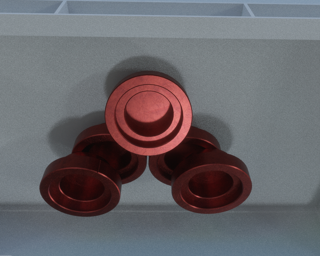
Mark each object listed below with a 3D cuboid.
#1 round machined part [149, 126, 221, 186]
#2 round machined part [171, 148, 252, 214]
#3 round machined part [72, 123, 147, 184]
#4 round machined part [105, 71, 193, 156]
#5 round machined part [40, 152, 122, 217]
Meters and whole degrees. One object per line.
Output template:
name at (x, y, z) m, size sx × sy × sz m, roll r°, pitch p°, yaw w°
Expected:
round machined part at (0.034, 0.035, 0.426) m, size 0.099 × 0.042 × 0.097 m, roll 0°, pitch 130°, yaw 0°
round machined part at (0.063, 0.064, 0.397) m, size 0.099 × 0.042 × 0.097 m, roll 0°, pitch 130°, yaw 0°
round machined part at (-0.067, 0.031, 0.422) m, size 0.099 × 0.042 × 0.097 m, roll 0°, pitch 130°, yaw 0°
round machined part at (-0.013, -0.020, 0.366) m, size 0.099 × 0.042 × 0.097 m, roll -1°, pitch 112°, yaw -1°
round machined part at (-0.098, 0.069, 0.399) m, size 0.099 × 0.042 × 0.097 m, roll 0°, pitch 130°, yaw 0°
